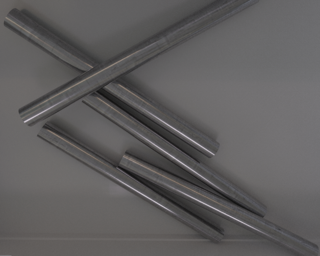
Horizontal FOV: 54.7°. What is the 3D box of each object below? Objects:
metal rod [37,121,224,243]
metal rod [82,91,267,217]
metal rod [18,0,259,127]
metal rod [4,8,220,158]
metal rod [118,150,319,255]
[{"bbox_3d":[-0.033,0.082,0.441,0.301,0.025,0.025,34,107,-12],"label":"metal rod"},{"bbox_3d":[0.028,0.041,0.426,0.301,0.025,0.025,35,106,-12],"label":"metal rod"},{"bbox_3d":[-0.025,-0.084,0.359,0.301,0.025,0.025,-28,108,2],"label":"metal rod"},{"bbox_3d":[-0.051,-0.049,0.392,0.301,0.025,0.025,33,107,-12],"label":"metal rod"},{"bbox_3d":[0.083,0.109,0.433,0.301,0.025,0.025,27,108,-3],"label":"metal rod"}]
